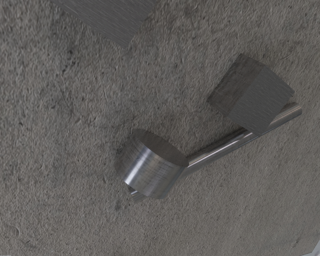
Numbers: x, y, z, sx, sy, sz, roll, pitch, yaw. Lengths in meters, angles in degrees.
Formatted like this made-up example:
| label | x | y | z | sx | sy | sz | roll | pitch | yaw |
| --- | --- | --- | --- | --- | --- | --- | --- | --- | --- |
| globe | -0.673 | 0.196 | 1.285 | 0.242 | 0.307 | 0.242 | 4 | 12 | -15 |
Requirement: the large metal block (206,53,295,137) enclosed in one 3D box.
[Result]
| label | x | y | z | sx | sy | sz | roll | pitch | yaw |
| --- | --- | --- | --- | --- | --- | --- | --- | --- | --- |
| large metal block | 0.126 | -0.044 | 0.432 | 0.080 | 0.050 | 0.080 | 26 | 104 | -37 |

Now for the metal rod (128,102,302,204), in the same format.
| label | x | y | z | sx | sy | sz | roll | pitch | yaw |
| --- | --- | --- | --- | --- | --- | --- | --- | --- | --- |
| metal rod | 0.092 | 0.033 | 0.477 | 0.302 | 0.025 | 0.025 | -26 | 128 | -12 |

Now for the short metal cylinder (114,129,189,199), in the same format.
| label | x | y | z | sx | sy | sz | roll | pitch | yaw |
| --- | --- | --- | --- | --- | --- | --- | --- | --- | --- |
| short metal cylinder | -0.011 | 0.044 | 0.393 | 0.080 | 0.080 | 0.050 | 24 | 105 | -37 |

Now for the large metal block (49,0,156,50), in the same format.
| label | x | y | z | sx | sy | sz | roll | pitch | yaw |
| --- | --- | --- | --- | --- | --- | --- | --- | --- | --- |
| large metal block | -0.049 | -0.132 | 0.282 | 0.080 | 0.050 | 0.080 | 27 | 104 | -38 |
